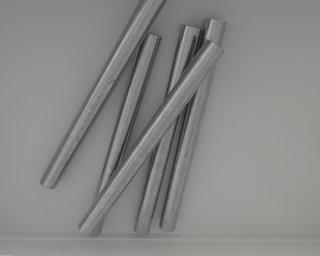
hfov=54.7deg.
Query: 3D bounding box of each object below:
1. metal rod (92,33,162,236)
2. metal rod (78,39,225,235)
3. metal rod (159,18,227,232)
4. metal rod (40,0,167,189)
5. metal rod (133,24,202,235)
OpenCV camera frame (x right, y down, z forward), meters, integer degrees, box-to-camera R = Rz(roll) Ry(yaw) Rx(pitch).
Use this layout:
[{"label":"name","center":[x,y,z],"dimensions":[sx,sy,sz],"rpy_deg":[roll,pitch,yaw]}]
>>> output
[{"label":"metal rod","center":[-0.055,0.021,0.418],"dimensions":[0.025,0.025,0.298],"rpy_deg":[17,109,-6]},{"label":"metal rod","center":[-0.020,0.023,0.391],"dimensions":[0.025,0.025,0.299],"rpy_deg":[32,107,-11]},{"label":"metal rod","center":[0.039,0.011,0.415],"dimensions":[0.025,0.025,0.298],"rpy_deg":[10,110,-4]},{"label":"metal rod","center":[-0.078,-0.037,0.385],"dimensions":[0.025,0.025,0.298],"rpy_deg":[31,111,-11]},{"label":"metal rod","center":[0.005,0.016,0.417],"dimensions":[0.025,0.025,0.298],"rpy_deg":[12,110,-5]}]
